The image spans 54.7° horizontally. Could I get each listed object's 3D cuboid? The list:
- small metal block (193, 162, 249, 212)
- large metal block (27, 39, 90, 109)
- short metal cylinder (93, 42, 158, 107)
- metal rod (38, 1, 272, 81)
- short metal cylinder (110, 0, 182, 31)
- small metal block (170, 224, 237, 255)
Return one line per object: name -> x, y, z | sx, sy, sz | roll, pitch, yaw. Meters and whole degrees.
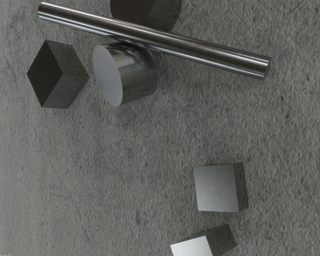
small metal block -> 0.068, 0.066, 0.348 | 0.050, 0.025, 0.050 | -10, 84, 39
large metal block -> -0.176, -0.090, 0.531 | 0.080, 0.050, 0.080 | -46, 63, 30
short metal cylinder -> -0.047, -0.073, 0.405 | 0.080, 0.050, 0.079 | 39, 141, 42
metal rod -> -0.023, -0.109, 0.367 | 0.301, 0.025, 0.025 | 20, 104, 20
short metal cylinder -> -0.019, -0.163, 0.402 | 0.080, 0.050, 0.079 | 0, 90, 39
small metal block -> 0.049, 0.132, 0.347 | 0.050, 0.050, 0.025 | -31, 71, 35
